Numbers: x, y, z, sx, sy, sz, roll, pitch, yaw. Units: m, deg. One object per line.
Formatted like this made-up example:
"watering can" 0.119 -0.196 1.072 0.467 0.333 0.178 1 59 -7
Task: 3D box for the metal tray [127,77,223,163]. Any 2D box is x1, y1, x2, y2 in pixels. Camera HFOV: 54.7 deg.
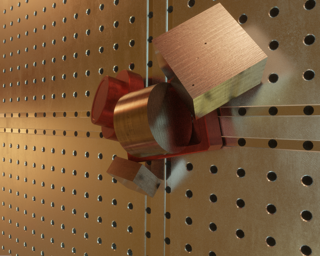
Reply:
"metal tray" 0.009 -0.007 0.395 0.130 0.030 0.090 -14 81 39

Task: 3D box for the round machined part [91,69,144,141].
"round machined part" -0.063 -0.033 0.420 0.098 0.042 0.098 -40 42 50

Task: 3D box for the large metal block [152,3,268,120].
"large metal block" 0.049 -0.068 0.322 0.080 0.050 0.080 -30 67 -3

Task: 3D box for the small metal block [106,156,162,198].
"small metal block" -0.034 0.065 0.414 0.050 0.050 0.025 10 63 40

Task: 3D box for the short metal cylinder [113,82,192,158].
"short metal cylinder" -0.006 -0.008 0.358 0.050 0.081 0.080 -11 83 39
